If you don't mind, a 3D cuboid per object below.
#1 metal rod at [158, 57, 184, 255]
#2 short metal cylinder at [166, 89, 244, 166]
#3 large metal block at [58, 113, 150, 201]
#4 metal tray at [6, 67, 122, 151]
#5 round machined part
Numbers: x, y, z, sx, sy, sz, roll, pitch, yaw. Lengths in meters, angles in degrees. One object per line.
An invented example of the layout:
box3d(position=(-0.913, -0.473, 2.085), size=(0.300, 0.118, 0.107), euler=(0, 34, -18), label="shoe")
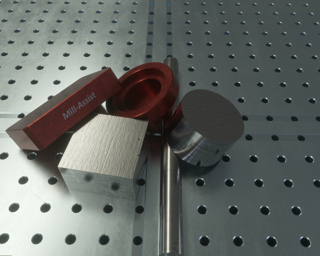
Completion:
box3d(position=(0.014, 0.011, 0.399), size=(0.025, 0.025, 0.300), euler=(1, 50, 1), label="metal rod")
box3d(position=(0.053, -0.001, 0.375), size=(0.081, 0.050, 0.080), euler=(13, 48, -15), label="short metal cylinder")
box3d(position=(-0.060, 0.032, 0.364), size=(0.080, 0.050, 0.080), euler=(8, 51, 6), label="large metal block")
box3d(position=(-0.121, -0.025, 0.392), size=(0.131, 0.030, 0.090), euler=(-44, 24, -30), label="metal tray")
box3d(position=(-0.019, -0.038, 0.412), size=(0.098, 0.042, 0.098), euler=(-17, 46, 19), label="round machined part")
